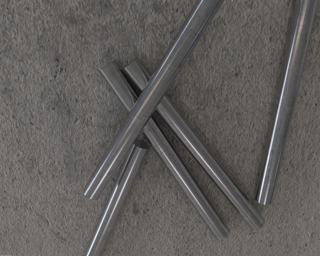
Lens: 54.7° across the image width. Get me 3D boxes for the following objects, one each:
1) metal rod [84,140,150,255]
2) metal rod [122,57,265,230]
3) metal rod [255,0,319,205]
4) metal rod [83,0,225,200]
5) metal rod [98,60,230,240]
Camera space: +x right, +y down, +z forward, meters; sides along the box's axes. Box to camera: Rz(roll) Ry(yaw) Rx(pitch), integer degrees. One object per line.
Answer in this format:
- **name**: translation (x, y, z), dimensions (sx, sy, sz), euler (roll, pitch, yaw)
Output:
- **metal rod**: translation (-0.084, 0.151, 0.464), dimensions (0.025, 0.025, 0.298), euler (22, 109, -8)
- **metal rod**: translation (0.055, 0.032, 0.421), dimensions (0.025, 0.025, 0.300), euler (-36, 107, 12)
- **metal rod**: translation (0.161, -0.035, 0.397), dimensions (0.025, 0.025, 0.298), euler (4, 110, -2)
- **metal rod**: translation (-0.013, -0.033, 0.369), dimensions (0.025, 0.025, 0.298), euler (30, 107, -11)
- **metal rod**: translation (0.015, 0.041, 0.424), dimensions (0.025, 0.025, 0.299), euler (-31, 108, 10)
